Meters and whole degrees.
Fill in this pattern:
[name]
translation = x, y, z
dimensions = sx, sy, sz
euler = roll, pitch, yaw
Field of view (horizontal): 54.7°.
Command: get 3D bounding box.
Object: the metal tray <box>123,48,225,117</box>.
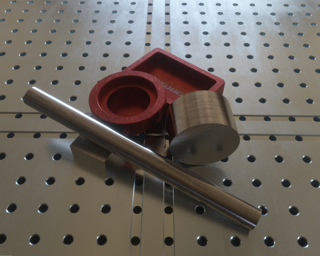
[metal tray]
translation = 0.017, -0.063, 0.457
dimensions = 0.130, 0.030, 0.090
euler = 32, 56, 24

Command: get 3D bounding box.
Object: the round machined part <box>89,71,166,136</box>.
[round machined part]
translation = -0.041, -0.028, 0.409
dimensions = 0.099, 0.042, 0.098
euler = -1, 50, 1

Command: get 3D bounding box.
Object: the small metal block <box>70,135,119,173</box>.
[small metal block]
translation = -0.075, 0.022, 0.389
dimensions = 0.050, 0.025, 0.050
euler = 22, 53, 17

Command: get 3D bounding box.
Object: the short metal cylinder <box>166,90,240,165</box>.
[short metal cylinder]
translation = 0.049, 0.001, 0.370
dimensions = 0.081, 0.080, 0.050
euler = -3, 50, -3

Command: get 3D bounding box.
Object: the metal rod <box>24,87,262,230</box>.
[metal rod]
translation = -0.028, 0.029, 0.356
dimensions = 0.301, 0.025, 0.025
euler = 28, 55, 10
